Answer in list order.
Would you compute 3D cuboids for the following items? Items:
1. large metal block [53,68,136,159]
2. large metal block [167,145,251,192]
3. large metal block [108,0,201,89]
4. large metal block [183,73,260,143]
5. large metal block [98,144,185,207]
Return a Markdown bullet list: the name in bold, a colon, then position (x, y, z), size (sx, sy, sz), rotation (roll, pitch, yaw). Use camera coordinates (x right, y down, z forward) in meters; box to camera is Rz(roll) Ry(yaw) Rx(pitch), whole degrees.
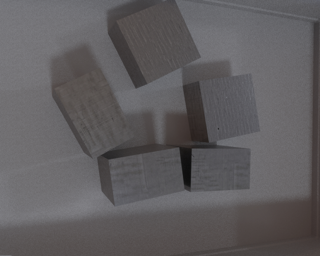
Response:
- **large metal block**: position (-0.078, -0.015, 0.353), size (0.050, 0.080, 0.080), rotation (-30, 100, -18)
- **large metal block**: position (0.059, 0.049, 0.405), size (0.081, 0.080, 0.050), rotation (2, 90, -20)
- **large metal block**: position (-0.008, -0.106, 0.395), size (0.080, 0.050, 0.080), rotation (-29, 100, -18)
- **large metal block**: position (0.084, -0.028, 0.430), size (0.081, 0.050, 0.079), rotation (-11, 94, -20)
- **large metal block**: position (-0.027, 0.051, 0.372), size (0.081, 0.080, 0.050), rotation (-8, 93, -20)
